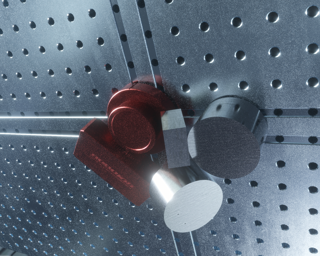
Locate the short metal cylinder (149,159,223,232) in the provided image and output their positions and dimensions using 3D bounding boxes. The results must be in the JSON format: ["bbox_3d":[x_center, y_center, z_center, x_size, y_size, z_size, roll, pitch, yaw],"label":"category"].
[{"bbox_3d":[0.033,0.086,0.398,0.050,0.081,0.079,-131,31,-55],"label":"short metal cylinder"}]

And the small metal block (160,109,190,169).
[{"bbox_3d":[0.018,0.011,0.364,0.025,0.050,0.050,-8,117,1],"label":"small metal block"}]

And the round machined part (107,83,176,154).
[{"bbox_3d":[-0.028,-0.006,0.406,0.098,0.042,0.097,13,124,21],"label":"round machined part"}]

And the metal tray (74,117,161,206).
[{"bbox_3d":[-0.062,0.053,0.453,0.130,0.030,0.090,38,144,1],"label":"metal tray"}]

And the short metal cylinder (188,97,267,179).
[{"bbox_3d":[0.078,0.011,0.356,0.080,0.050,0.079,13,124,21],"label":"short metal cylinder"}]
